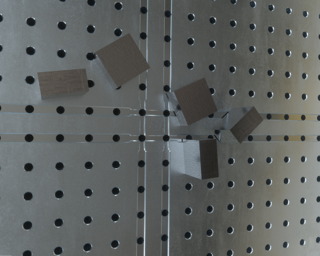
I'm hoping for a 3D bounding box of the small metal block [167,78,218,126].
[{"bbox_3d":[0.045,-0.036,0.430,0.050,0.025,0.050,-26,99,-18],"label":"small metal block"}]

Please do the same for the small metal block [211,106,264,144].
[{"bbox_3d":[0.109,-0.004,0.441,0.050,0.050,0.025,-43,104,-15],"label":"small metal block"}]

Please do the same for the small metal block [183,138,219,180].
[{"bbox_3d":[0.054,0.040,0.421,0.025,0.050,0.050,-5,92,-20],"label":"small metal block"}]

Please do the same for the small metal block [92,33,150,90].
[{"bbox_3d":[-0.049,-0.084,0.395,0.050,0.025,0.050,-35,102,-17],"label":"small metal block"}]

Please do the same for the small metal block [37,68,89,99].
[{"bbox_3d":[-0.113,-0.050,0.358,0.050,0.050,0.025,-9,94,-20],"label":"small metal block"}]
